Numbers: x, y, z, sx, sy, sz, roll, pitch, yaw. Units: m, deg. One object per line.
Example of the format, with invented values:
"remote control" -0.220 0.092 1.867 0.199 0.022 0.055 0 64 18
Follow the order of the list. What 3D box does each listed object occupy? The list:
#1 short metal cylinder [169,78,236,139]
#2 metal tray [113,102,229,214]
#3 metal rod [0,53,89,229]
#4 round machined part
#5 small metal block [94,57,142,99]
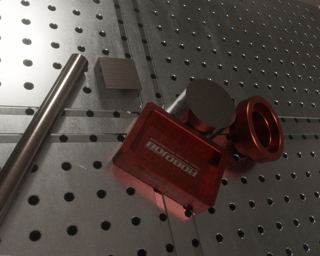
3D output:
"short metal cylinder" 0.060 -0.023 0.440 0.081 0.050 0.080 14 56 -21
"metal tray" 0.018 0.036 0.393 0.130 0.030 0.090 33 51 -7
"metal rod" -0.138 0.029 0.316 0.025 0.025 0.300 25 53 -13
"round machined part" 0.139 0.005 0.459 0.099 0.042 0.098 19 61 -39
"small metal block" -0.057 -0.067 0.419 0.050 0.025 0.050 -3 63 -30
